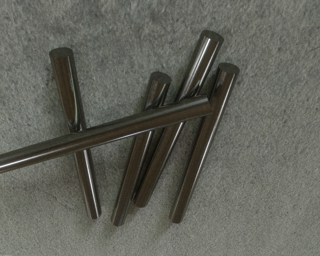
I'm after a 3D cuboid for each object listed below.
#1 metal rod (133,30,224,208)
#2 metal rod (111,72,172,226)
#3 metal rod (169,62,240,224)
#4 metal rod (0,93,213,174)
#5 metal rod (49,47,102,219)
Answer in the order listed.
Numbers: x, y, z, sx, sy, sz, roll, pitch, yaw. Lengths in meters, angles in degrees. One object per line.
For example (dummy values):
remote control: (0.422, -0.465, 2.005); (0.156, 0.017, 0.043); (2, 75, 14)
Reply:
metal rod: (0.012, 0.012, 0.417); (0.025, 0.025, 0.298); (13, 129, -11)
metal rod: (-0.036, 0.052, 0.450); (0.025, 0.025, 0.298); (11, 129, -10)
metal rod: (0.053, 0.044, 0.445); (0.025, 0.025, 0.298); (7, 130, -7)
metal rod: (-0.086, 0.012, 0.381); (0.301, 0.025, 0.025); (-16, 129, 12)
metal rod: (-0.110, 0.032, 0.432); (0.025, 0.025, 0.298); (0, 130, -1)
